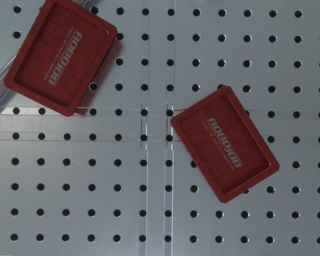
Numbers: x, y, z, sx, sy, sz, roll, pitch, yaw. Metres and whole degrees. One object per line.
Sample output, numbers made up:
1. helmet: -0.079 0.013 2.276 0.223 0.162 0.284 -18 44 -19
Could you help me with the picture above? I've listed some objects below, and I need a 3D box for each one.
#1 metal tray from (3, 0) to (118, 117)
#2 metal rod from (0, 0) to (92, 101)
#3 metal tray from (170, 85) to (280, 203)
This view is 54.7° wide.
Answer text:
1. metal tray: -0.124 -0.091 0.394 0.090 0.030 0.130 28 94 -16
2. metal rod: -0.177 -0.095 0.411 0.025 0.025 0.300 42 90 0
3. metal tray: 0.084 0.021 0.411 0.090 0.030 0.130 -32 90 0
